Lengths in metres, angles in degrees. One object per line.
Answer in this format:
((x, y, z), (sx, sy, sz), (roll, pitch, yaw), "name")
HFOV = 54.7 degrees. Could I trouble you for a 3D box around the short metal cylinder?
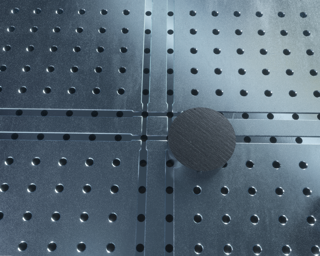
((0.050, 0.020, 0.391), (0.081, 0.050, 0.080), (0, 70, 0), "short metal cylinder")
